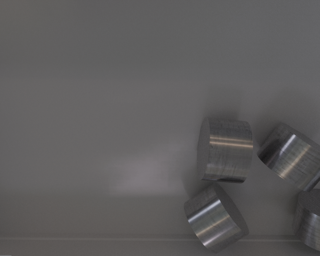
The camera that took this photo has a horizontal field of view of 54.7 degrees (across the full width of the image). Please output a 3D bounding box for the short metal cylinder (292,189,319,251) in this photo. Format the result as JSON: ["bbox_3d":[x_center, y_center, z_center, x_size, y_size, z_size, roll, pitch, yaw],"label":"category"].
[{"bbox_3d":[0.231,0.127,0.431,0.081,0.080,0.050,2,110,-1],"label":"short metal cylinder"}]

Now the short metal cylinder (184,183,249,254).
[{"bbox_3d":[0.078,0.123,0.428,0.050,0.080,0.080,-37,106,13],"label":"short metal cylinder"}]

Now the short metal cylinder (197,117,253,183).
[{"bbox_3d":[0.079,0.028,0.393,0.050,0.080,0.079,6,110,-2],"label":"short metal cylinder"}]

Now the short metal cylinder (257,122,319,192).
[{"bbox_3d":[0.173,0.036,0.396,0.080,0.080,0.050,29,108,-10],"label":"short metal cylinder"}]
